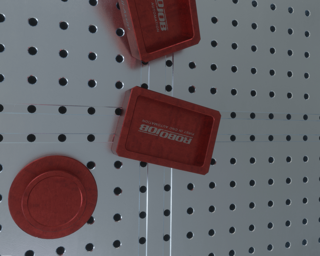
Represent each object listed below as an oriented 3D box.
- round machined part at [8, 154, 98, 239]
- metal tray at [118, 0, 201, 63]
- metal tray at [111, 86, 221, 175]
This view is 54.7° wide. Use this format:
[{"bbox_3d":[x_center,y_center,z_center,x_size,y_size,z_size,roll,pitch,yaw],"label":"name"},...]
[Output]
[{"bbox_3d":[-0.122,0.081,0.359,0.099,0.042,0.097,0,90,-20],"label":"round machined part"},{"bbox_3d":[-0.003,-0.157,0.381,0.091,0.030,0.129,-24,122,-18],"label":"metal tray"},{"bbox_3d":[0.011,0.006,0.413,0.131,0.030,0.090,15,85,-20],"label":"metal tray"}]
